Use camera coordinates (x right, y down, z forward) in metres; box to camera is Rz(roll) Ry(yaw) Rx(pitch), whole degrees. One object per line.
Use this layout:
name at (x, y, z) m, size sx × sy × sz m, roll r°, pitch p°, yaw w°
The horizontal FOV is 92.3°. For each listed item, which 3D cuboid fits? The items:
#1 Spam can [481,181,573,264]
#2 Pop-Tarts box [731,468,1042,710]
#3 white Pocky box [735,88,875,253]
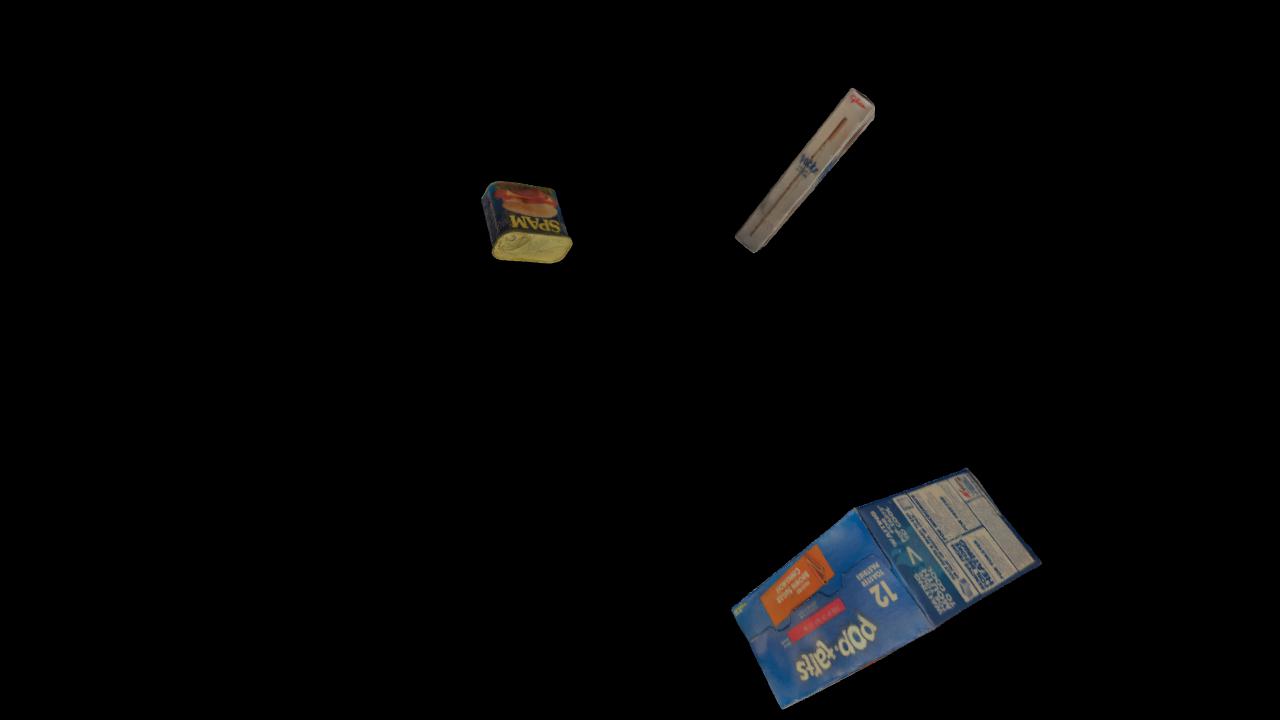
Spam can at (-0.147, -0.177, 0.793) m, size 0.101 × 0.085 × 0.058 m, roll -1°, pitch -28°, yaw -36°
Pop-Tarts box at (0.176, 0.169, 0.460) m, size 0.141 × 0.083 × 0.167 m, roll -7°, pitch -38°, yaw -34°
white Pocky box at (0.149, -0.168, 0.560) m, size 0.028 × 0.154 × 0.084 m, roll 41°, pitch 24°, yaw 5°
